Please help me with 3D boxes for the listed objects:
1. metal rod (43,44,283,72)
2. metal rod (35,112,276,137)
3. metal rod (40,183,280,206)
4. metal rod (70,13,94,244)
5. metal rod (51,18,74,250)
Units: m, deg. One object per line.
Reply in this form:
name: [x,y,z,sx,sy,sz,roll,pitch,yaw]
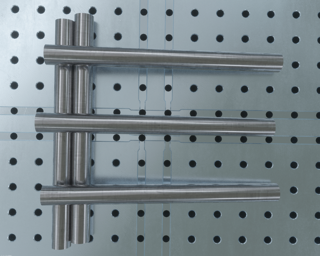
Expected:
metal rod: [0.010,-0.089,0.399,0.302,0.025,0.025,1,90,-7]
metal rod: [0.000,-0.004,0.398,0.302,0.025,0.025,1,90,-7]
metal rod: [0.006,0.085,0.399,0.302,0.025,0.025,1,90,-7]
metal rod: [-0.103,0.001,0.411,0.025,0.025,0.298,1,90,-1]
metal rod: [-0.128,0.008,0.411,0.025,0.025,0.298,1,90,-1]
